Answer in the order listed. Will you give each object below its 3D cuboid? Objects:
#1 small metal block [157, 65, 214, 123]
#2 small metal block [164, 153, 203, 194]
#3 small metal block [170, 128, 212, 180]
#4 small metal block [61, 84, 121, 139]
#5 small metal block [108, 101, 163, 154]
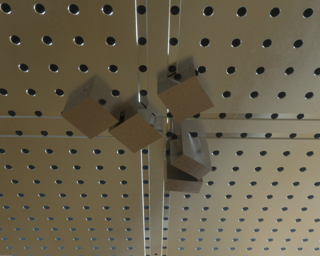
[{"bbox_3d":[0.031,-0.041,0.377,0.050,0.025,0.050,-24,126,19],"label":"small metal block"},{"bbox_3d":[0.032,0.065,0.451,0.050,0.050,0.025,7,130,-6],"label":"small metal block"},{"bbox_3d":[0.042,0.035,0.425,0.050,0.050,0.025,30,124,-23],"label":"small metal block"},{"bbox_3d":[-0.086,-0.020,0.394,0.050,0.025,0.050,-30,124,23],"label":"small metal block"},{"bbox_3d":[-0.031,0.000,0.411,0.050,0.025,0.050,-31,124,23],"label":"small metal block"}]
